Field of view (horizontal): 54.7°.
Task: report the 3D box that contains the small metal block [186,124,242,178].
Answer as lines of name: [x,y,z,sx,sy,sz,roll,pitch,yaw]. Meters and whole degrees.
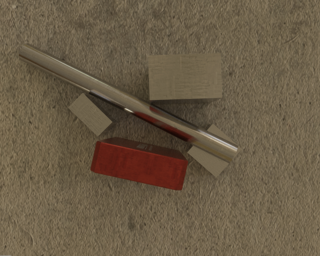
small metal block: [0.071,0.029,0.413,0.050,0.025,0.050,41,90,-1]

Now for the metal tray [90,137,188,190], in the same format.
metal tray: [-0.020,0.036,0.359,0.091,0.130,0.030,12,90,0]

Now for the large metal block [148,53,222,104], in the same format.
large metal block: [0.028,-0.057,0.383,0.081,0.080,0.050,-2,90,-1]

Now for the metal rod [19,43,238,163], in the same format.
metal rod: [-0.043,-0.034,0.397,0.301,0.025,0.025,26,90,5]

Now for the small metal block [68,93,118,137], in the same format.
small metal block: [-0.084,-0.016,0.397,0.050,0.050,0.025,44,90,-1]
